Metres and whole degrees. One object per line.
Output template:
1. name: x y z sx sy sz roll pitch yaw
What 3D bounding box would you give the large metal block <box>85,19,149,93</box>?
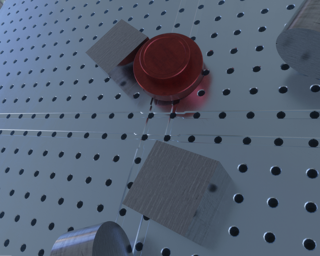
1. large metal block: -0.058 -0.116 0.494 0.080 0.050 0.080 -44 51 -2

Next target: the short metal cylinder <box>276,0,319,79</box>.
1. short metal cylinder: 0.178 -0.098 0.340 0.080 0.080 0.050 29 78 37

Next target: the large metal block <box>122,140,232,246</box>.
1. large metal block: 0.020 0.069 0.340 0.080 0.050 0.080 17 71 35

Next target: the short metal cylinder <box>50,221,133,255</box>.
1. short metal cylinder: -0.068 0.143 0.321 0.050 0.080 0.080 -19 54 17

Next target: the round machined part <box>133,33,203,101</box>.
1. round machined part: 0.010 -0.090 0.429 0.098 0.042 0.098 -3 72 11
